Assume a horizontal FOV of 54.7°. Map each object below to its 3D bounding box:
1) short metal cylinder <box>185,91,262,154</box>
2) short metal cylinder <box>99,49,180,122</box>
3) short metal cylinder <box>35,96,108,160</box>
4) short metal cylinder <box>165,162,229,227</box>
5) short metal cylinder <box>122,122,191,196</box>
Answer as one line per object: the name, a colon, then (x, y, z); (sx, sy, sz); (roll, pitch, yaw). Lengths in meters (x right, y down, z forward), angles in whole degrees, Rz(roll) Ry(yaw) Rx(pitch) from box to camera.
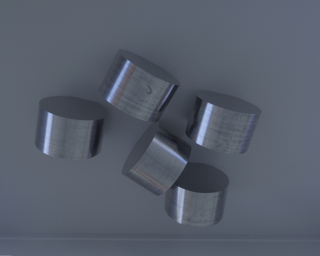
short metal cylinder: (0.076, -0.009, 0.379); (0.080, 0.080, 0.050); (12, 110, -5)
short metal cylinder: (-0.024, -0.050, 0.363); (0.080, 0.080, 0.050); (28, 108, -10)
short metal cylinder: (-0.108, -0.002, 0.380); (0.080, 0.080, 0.050); (13, 110, -5)
short metal cylinder: (0.048, 0.087, 0.414); (0.081, 0.080, 0.050); (4, 110, -2)
short metal cylinder: (-0.005, 0.039, 0.396); (0.050, 0.080, 0.080); (35, 106, -12)
